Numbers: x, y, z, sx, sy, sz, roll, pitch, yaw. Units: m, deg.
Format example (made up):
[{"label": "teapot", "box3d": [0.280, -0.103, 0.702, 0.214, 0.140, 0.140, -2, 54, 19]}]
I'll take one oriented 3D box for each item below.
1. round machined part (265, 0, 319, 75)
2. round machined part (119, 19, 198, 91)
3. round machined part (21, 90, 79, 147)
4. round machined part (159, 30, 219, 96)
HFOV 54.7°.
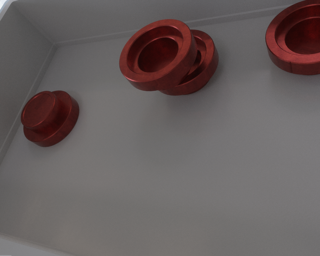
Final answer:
[{"label": "round machined part", "box3d": [0.178, -0.101, 0.363, 0.098, 0.042, 0.098, -13, 56, 21]}, {"label": "round machined part", "box3d": [0.001, -0.087, 0.394, 0.098, 0.042, 0.098, -13, 57, 21]}, {"label": "round machined part", "box3d": [-0.186, -0.022, 0.506, 0.098, 0.042, 0.098, -13, 56, 21]}, {"label": "round machined part", "box3d": [0.034, -0.085, 0.429, 0.098, 0.042, 0.098, -13, 56, 21]}]
